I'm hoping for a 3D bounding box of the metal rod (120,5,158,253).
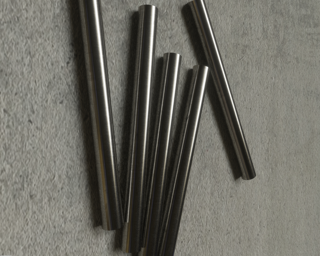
[{"bbox_3d":[-0.025,-0.002,0.383,0.025,0.025,0.298,7,86,-40],"label":"metal rod"}]

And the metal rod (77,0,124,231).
[{"bbox_3d":[-0.068,-0.034,0.347,0.025,0.025,0.298,-9,96,-40],"label":"metal rod"}]

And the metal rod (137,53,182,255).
[{"bbox_3d":[-0.002,0.050,0.402,0.025,0.025,0.298,12,82,-39],"label":"metal rod"}]

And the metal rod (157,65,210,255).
[{"bbox_3d":[0.030,0.056,0.429,0.025,0.025,0.299,20,77,-38],"label":"metal rod"}]

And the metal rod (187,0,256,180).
[{"bbox_3d":[0.102,-0.051,0.489,0.025,0.025,0.299,-33,111,-35],"label":"metal rod"}]
